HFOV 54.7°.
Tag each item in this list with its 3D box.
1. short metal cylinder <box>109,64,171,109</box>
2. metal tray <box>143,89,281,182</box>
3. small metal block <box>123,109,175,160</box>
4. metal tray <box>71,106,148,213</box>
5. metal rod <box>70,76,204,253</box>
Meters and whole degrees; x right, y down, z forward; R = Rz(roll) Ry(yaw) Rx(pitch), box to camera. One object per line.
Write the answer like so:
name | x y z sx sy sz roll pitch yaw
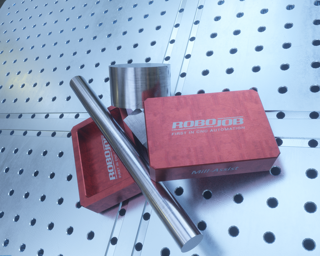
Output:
short metal cylinder | -0.026 -0.058 0.409 0.080 0.081 0.050 9 108 32
metal tray | 0.051 0.006 0.337 0.131 0.030 0.090 -5 56 -4
small metal block | -0.013 0.008 0.388 0.025 0.050 0.050 -42 51 0
metal tray | -0.067 0.035 0.414 0.090 0.030 0.130 -28 52 10
metal rod | -0.048 0.019 0.378 0.025 0.025 0.300 -41 51 0
